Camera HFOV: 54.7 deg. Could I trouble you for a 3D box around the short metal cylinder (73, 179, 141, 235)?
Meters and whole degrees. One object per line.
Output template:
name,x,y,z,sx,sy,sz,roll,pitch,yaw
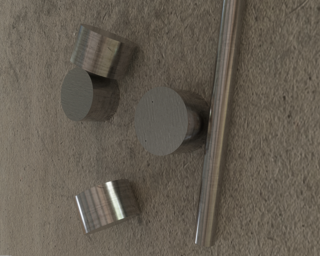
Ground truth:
short metal cylinder,-0.073,0.109,0.430,0.080,0.081,0.050,-34,69,35

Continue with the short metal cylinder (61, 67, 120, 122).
short metal cylinder,-0.108,-0.050,0.478,0.080,0.050,0.079,0,90,40

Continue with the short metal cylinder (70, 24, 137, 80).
short metal cylinder,-0.079,-0.107,0.435,0.080,0.081,0.050,35,112,34

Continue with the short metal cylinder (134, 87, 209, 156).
short metal cylinder,0.015,-0.008,0.376,0.080,0.050,0.079,0,90,40

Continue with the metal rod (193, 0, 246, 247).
metal rod,0.067,-0.015,0.349,0.025,0.025,0.298,10,97,39
